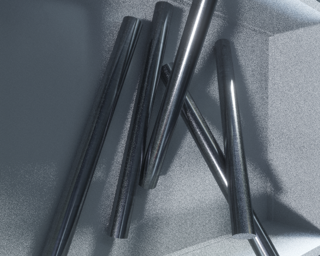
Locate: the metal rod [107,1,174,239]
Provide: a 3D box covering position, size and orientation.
[{"bbox_3d":[-0.022,-0.017,0.389,0.025,0.025,0.299,19,78,-39],"label":"metal rod"}]

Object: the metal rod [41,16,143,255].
[{"bbox_3d":[-0.073,0.010,0.346,0.025,0.025,0.299,26,73,-37],"label":"metal rod"}]

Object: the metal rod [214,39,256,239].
[{"bbox_3d":[0.094,-0.009,0.411,0.025,0.025,0.300,32,46,-36],"label":"metal rod"}]

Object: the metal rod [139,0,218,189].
[{"bbox_3d":[0.025,-0.063,0.348,0.025,0.025,0.298,0,116,-40],"label":"metal rod"}]

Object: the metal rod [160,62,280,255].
[{"bbox_3d":[0.076,0.050,0.396,0.025,0.025,0.299,-21,80,-38],"label":"metal rod"}]
